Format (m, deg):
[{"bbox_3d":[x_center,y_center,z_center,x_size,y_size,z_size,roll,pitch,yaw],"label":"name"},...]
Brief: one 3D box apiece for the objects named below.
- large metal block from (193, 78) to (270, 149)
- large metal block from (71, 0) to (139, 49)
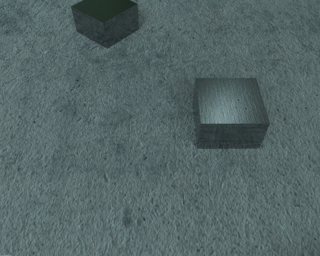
[{"bbox_3d":[0.088,-0.020,0.404,0.081,0.050,0.080,0,50,0],"label":"large metal block"},{"bbox_3d":[-0.095,-0.195,0.550,0.080,0.050,0.080,33,57,24],"label":"large metal block"}]
